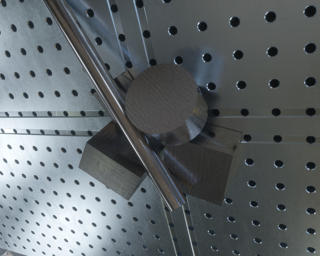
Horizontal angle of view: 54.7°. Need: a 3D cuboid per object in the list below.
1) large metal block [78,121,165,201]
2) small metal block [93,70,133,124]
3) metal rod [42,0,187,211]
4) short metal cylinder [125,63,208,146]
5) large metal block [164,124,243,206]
[{"bbox_3d":[-0.049,0.037,0.422,0.080,0.080,0.050,32,128,7],"label":"large metal block"},{"bbox_3d":[-0.052,-0.040,0.413,0.050,0.025,0.050,-27,104,37],"label":"small metal block"},{"bbox_3d":[-0.055,-0.033,0.379,0.025,0.025,0.299,-31,90,37],"label":"metal rod"},{"bbox_3d":[0.009,-0.025,0.346,0.080,0.080,0.050,8,166,23],"label":"short metal cylinder"},{"bbox_3d":[0.051,0.041,0.391,0.080,0.050,0.079,16,125,18],"label":"large metal block"}]
